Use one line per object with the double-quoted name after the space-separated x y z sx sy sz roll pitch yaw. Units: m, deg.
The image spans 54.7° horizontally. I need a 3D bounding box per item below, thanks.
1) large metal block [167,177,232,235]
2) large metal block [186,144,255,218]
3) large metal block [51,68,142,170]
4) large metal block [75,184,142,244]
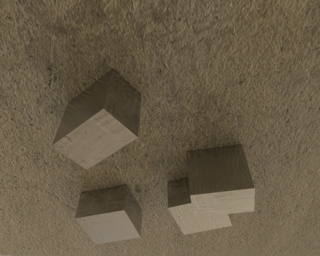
0.063 0.121 0.494 0.080 0.050 0.080 -15 129 12 "large metal block"
0.082 0.073 0.433 0.080 0.080 0.050 -8 130 6 "large metal block"
-0.070 -0.011 0.361 0.080 0.080 0.050 -32 123 24 "large metal block"
-0.081 0.144 0.512 0.080 0.050 0.080 -12 129 10 "large metal block"
